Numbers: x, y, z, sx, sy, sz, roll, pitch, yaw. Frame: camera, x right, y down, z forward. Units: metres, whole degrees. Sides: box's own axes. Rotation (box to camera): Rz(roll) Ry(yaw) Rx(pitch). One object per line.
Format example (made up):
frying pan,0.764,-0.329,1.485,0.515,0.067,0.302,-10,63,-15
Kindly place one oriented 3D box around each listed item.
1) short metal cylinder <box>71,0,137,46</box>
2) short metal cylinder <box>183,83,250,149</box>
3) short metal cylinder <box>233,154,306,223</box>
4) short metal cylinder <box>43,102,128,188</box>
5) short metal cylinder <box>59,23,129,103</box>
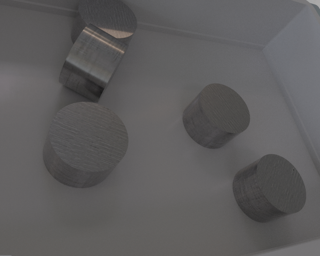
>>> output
short metal cylinder,-0.078,-0.139,0.432,0.081,0.050,0.080,14,56,-21
short metal cylinder,0.080,-0.017,0.442,0.081,0.050,0.080,14,56,-21
short metal cylinder,0.147,0.082,0.418,0.081,0.050,0.080,14,56,-21
short metal cylinder,-0.081,0.019,0.335,0.081,0.050,0.080,14,56,-21
short metal cylinder,-0.079,-0.077,0.375,0.050,0.080,0.080,28,52,-10
